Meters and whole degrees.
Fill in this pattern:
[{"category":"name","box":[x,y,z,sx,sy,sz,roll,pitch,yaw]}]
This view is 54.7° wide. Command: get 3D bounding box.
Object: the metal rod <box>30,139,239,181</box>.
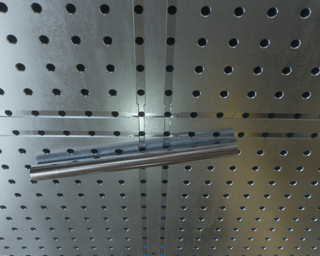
[{"category":"metal rod","box":[-0.040,0.048,0.451,0.302,0.025,0.025,-8,130,5]}]
